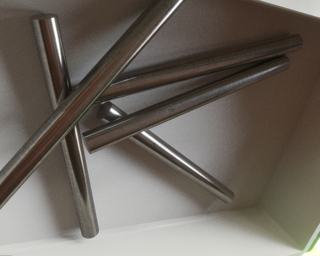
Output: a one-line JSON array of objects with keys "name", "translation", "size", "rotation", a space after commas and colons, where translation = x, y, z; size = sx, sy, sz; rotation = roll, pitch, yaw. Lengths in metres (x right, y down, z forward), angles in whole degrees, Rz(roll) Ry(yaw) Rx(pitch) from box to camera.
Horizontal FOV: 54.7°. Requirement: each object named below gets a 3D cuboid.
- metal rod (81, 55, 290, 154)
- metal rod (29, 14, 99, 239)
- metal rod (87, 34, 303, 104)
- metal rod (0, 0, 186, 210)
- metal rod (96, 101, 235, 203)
[{"name": "metal rod", "translation": [0.049, -0.039, 0.391], "size": [0.302, 0.025, 0.025], "rotation": [-23, 127, -22]}, {"name": "metal rod", "translation": [-0.104, 0.023, 0.365], "size": [0.025, 0.025, 0.298], "rotation": [-15, 125, -20]}, {"name": "metal rod", "translation": [0.056, -0.079, 0.389], "size": [0.302, 0.025, 0.025], "rotation": [-17, 125, -19]}, {"name": "metal rod", "translation": [-0.077, -0.032, 0.316], "size": [0.300, 0.025, 0.025], "rotation": [-50, 130, -5]}, {"name": "metal rod", "translation": [0.028, 0.051, 0.454], "size": [0.025, 0.025, 0.301], "rotation": [-48, 129, 5]}]
